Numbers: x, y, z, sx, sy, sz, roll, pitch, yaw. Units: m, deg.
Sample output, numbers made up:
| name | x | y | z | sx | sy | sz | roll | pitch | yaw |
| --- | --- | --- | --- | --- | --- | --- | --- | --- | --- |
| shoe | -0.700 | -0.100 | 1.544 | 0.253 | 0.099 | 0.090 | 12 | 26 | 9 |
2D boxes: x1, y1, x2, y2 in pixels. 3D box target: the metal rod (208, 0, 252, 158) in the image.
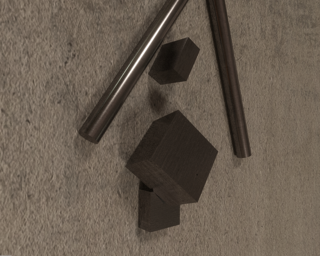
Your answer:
| name | x | y | z | sx | sy | sz | roll | pitch | yaw |
| --- | --- | --- | --- | --- | --- | --- | --- | --- | --- |
| metal rod | 0.111 | -0.096 | 0.499 | 0.025 | 0.025 | 0.298 | -22 | 104 | -38 |

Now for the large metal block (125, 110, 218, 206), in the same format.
| name | x | y | z | sx | sy | sz | roll | pitch | yaw |
| --- | --- | --- | --- | --- | --- | --- | --- | --- | --- |
| large metal block | 0.017 | 0.038 | 0.387 | 0.080 | 0.050 | 0.080 | 45 | 51 | -19 |

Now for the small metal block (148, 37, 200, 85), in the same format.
| name | x | y | z | sx | sy | sz | roll | pitch | yaw |
| --- | --- | --- | --- | --- | --- | --- | --- | --- | --- |
| small metal block | 0.018 | -0.086 | 0.406 | 0.025 | 0.050 | 0.050 | 37 | 67 | -34 |

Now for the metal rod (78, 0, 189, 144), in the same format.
| name | x | y | z | sx | sy | sz | roll | pitch | yaw |
| --- | --- | --- | --- | --- | --- | --- | --- | --- | --- |
| metal rod | -0.011 | -0.111 | 0.396 | 0.025 | 0.025 | 0.300 | 44 | 64 | -32 |

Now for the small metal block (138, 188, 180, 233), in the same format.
| name | x | y | z | sx | sy | sz | roll | pitch | yaw |
| --- | --- | --- | --- | --- | --- | --- | --- | --- | --- |
| small metal block | -0.001 | 0.104 | 0.407 | 0.050 | 0.025 | 0.050 | 1 | 90 | -40 |
